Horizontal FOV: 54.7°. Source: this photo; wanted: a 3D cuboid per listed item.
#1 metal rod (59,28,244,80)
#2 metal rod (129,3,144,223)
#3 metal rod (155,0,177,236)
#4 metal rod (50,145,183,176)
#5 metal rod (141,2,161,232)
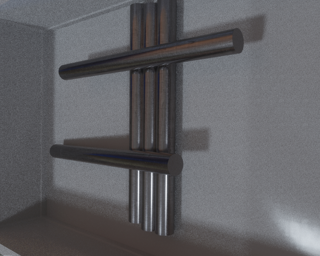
[{"bbox_3d":[-0.037,-0.088,0.403,0.300,0.025,0.025,1,91,40],"label":"metal rod"},{"bbox_3d":[-0.030,-0.020,0.431,0.025,0.025,0.298,1,91,40],"label":"metal rod"},{"bbox_3d":[0.008,-0.014,0.398,0.025,0.025,0.298,1,91,40],"label":"metal rod"},{"bbox_3d":[-0.085,0.041,0.452,0.300,0.025,0.025,0,90,47],"label":"metal rod"},{"bbox_3d":[-0.011,-0.014,0.415,0.025,0.025,0.298,1,91,40],"label":"metal rod"}]
